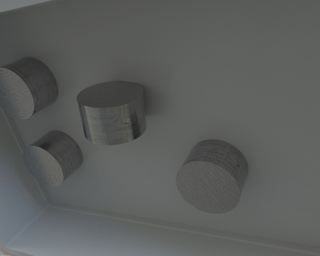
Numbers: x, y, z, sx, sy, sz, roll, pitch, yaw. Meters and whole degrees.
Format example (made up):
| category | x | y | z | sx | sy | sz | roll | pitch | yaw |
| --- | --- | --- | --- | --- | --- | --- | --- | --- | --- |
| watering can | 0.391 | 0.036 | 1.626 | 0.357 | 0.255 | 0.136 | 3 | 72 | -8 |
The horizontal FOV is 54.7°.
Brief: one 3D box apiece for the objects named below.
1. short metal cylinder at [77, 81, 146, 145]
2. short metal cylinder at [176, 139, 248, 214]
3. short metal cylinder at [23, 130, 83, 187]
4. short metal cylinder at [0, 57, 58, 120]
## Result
| category | x | y | z | sx | sy | sz | roll | pitch | yaw |
| --- | --- | --- | --- | --- | --- | --- | --- | --- | --- |
| short metal cylinder | -0.059 | -0.021 | 0.390 | 0.080 | 0.080 | 0.050 | 10 | 123 | 22 |
| short metal cylinder | 0.067 | 0.061 | 0.394 | 0.080 | 0.050 | 0.079 | 13 | 124 | 20 |
| short metal cylinder | -0.177 | 0.051 | 0.514 | 0.080 | 0.050 | 0.079 | 13 | 124 | 20 |
| short metal cylinder | -0.200 | -0.059 | 0.459 | 0.080 | 0.050 | 0.079 | 13 | 124 | 20 |
